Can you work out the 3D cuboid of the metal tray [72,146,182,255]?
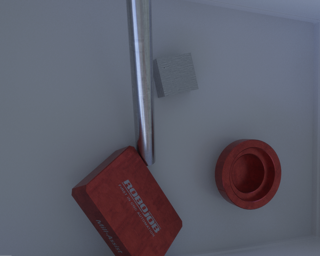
[{"bbox_3d":[-0.034,0.098,0.373,0.130,0.030,0.090,58,41,-11],"label":"metal tray"}]

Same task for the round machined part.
[{"bbox_3d":[0.122,0.064,0.448,0.099,0.042,0.097,0,90,-21],"label":"round machined part"}]

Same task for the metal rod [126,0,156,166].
[{"bbox_3d":[-0.020,-0.086,0.332,0.025,0.025,0.298,-13,123,-20],"label":"metal rod"}]

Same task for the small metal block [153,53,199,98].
[{"bbox_3d":[0.019,-0.071,0.419,0.050,0.025,0.050,-15,95,-20],"label":"small metal block"}]
